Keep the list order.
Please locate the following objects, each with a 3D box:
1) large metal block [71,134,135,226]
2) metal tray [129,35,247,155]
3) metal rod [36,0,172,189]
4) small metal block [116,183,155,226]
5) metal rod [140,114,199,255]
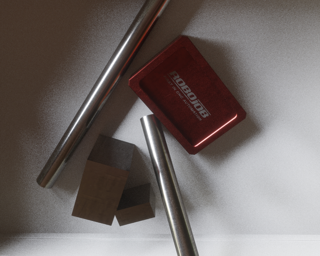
[{"bbox_3d":[-0.072,0.065,0.405,0.050,0.080,0.079,17,109,-7],"label":"large metal block"},{"bbox_3d":[0.035,-0.040,0.394,0.090,0.030,0.130,-38,106,12],"label":"metal tray"},{"bbox_3d":[-0.078,-0.040,0.395,0.025,0.025,0.299,32,107,-12],"label":"metal rod"},{"bbox_3d":[-0.034,0.107,0.437,0.050,0.050,0.025,-16,110,5],"label":"small metal block"},{"bbox_3d":[0.026,0.126,0.380,0.025,0.025,0.299,-17,79,6],"label":"metal rod"}]
